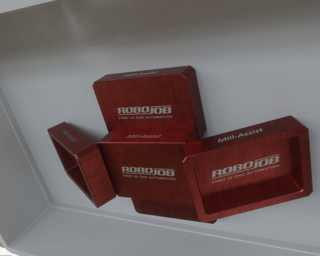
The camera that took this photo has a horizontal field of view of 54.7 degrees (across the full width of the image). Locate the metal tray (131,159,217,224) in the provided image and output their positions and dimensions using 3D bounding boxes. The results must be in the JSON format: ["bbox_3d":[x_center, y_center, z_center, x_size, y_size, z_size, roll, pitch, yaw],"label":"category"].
[{"bbox_3d":[0.016,0.087,0.447,0.130,0.030,0.089,-1,118,28],"label":"metal tray"}]

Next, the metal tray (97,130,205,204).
[{"bbox_3d":[-0.010,0.050,0.400,0.130,0.030,0.089,-1,118,28],"label":"metal tray"}]

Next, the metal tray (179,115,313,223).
[{"bbox_3d":[0.095,0.047,0.342,0.131,0.030,0.089,-15,115,2],"label":"metal tray"}]

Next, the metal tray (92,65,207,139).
[{"bbox_3d":[-0.014,-0.026,0.393,0.130,0.030,0.089,-1,118,28],"label":"metal tray"}]

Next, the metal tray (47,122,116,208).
[{"bbox_3d":[-0.118,0.050,0.457,0.130,0.030,0.089,24,135,51],"label":"metal tray"}]
